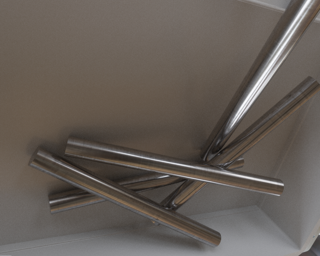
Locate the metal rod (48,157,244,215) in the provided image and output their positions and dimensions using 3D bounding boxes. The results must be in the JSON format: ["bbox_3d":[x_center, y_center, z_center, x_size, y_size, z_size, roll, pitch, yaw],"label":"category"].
[{"bbox_3d":[-0.004,0.076,0.455,0.303,0.025,0.025,-9,123,-24],"label":"metal rod"}]

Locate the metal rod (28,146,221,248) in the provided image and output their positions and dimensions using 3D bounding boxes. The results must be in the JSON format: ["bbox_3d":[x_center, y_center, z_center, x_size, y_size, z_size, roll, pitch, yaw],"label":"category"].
[{"bbox_3d":[-0.028,0.103,0.418,0.301,0.025,0.025,32,101,-26],"label":"metal rod"}]

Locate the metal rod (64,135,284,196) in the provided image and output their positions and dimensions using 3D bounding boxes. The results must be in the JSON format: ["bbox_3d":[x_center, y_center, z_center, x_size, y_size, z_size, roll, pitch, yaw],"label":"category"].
[{"bbox_3d":[0.031,0.054,0.407,0.302,0.025,0.025,13,112,-17],"label":"metal rod"}]

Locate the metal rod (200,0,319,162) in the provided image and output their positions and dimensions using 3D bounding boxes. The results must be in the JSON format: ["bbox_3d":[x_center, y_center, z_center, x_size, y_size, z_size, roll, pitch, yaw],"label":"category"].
[{"bbox_3d":[0.099,-0.037,0.355,0.025,0.025,0.298,-16,153,-20],"label":"metal rod"}]

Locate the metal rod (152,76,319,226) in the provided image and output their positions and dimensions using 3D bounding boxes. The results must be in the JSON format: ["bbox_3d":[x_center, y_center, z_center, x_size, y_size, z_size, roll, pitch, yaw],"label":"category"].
[{"bbox_3d":[0.099,0.039,0.442,0.300,0.025,0.025,-43,130,12],"label":"metal rod"}]
